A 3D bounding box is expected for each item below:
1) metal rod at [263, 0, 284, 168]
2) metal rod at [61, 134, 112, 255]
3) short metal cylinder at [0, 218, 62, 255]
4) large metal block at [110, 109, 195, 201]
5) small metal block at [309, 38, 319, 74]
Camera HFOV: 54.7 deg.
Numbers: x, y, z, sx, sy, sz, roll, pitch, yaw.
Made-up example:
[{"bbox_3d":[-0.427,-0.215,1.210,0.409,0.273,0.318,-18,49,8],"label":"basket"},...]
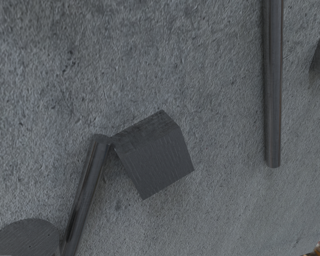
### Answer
[{"bbox_3d":[0.171,-0.052,0.468,0.025,0.025,0.298,-26,128,-13],"label":"metal rod"},{"bbox_3d":[-0.118,0.143,0.430,0.025,0.025,0.298,6,115,-31],"label":"metal rod"},{"bbox_3d":[-0.164,0.159,0.380,0.081,0.080,0.050,-9,123,-24],"label":"short metal cylinder"},{"bbox_3d":[-0.010,0.035,0.407,0.080,0.050,0.080,-29,128,-10],"label":"large metal block"},{"bbox_3d":[0.269,-0.113,0.484,0.050,0.025,0.050,-9,122,-24],"label":"small metal block"}]
